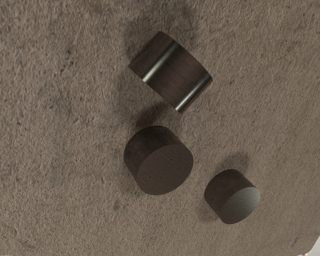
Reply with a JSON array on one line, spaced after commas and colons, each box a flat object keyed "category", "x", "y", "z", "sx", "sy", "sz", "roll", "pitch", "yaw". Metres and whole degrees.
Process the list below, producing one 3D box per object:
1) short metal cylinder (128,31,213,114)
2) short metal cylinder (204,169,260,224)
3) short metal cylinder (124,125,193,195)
[{"category": "short metal cylinder", "x": 0.011, "y": -0.060, "z": 0.342, "sx": 0.050, "sy": 0.080, "sz": 0.080, "roll": -48, "pitch": 129, "yaw": 5}, {"category": "short metal cylinder", "x": 0.124, "y": 0.118, "z": 0.534, "sx": 0.081, "sy": 0.050, "sz": 0.079, "roll": -14, "pitch": 125, "yaw": -21}, {"category": "short metal cylinder", "x": -0.002, "y": 0.043, "z": 0.418, "sx": 0.081, "sy": 0.050, "sz": 0.079, "roll": -14, "pitch": 125, "yaw": -21}]
